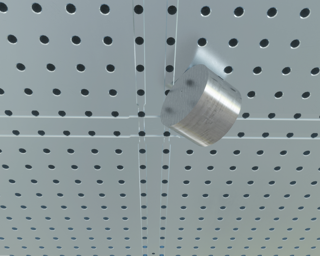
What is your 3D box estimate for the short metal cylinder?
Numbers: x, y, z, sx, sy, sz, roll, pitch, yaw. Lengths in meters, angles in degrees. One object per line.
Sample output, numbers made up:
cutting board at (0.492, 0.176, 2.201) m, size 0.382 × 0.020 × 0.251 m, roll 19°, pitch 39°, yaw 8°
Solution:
short metal cylinder at (0.045, -0.025, 0.355) m, size 0.050 × 0.080 × 0.080 m, roll 31°, pitch 123°, yaw -24°
